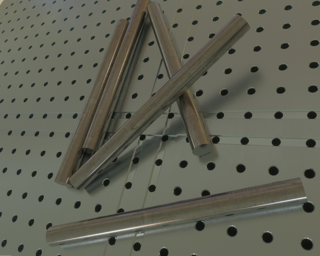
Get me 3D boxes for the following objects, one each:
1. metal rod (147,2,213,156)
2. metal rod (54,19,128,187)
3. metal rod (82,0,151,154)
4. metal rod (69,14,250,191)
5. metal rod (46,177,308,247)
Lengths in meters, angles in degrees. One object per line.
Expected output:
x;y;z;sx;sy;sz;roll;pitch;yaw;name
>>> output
0.020;-0.092;0.452;0.025;0.025;0.299;-24;53;13;metal rod
-0.099;-0.054;0.491;0.025;0.025;0.300;1;62;28;metal rod
-0.063;-0.098;0.499;0.025;0.025;0.300;1;62;28;metal rod
-0.006;-0.027;0.399;0.300;0.025;0.025;-44;51;8;metal rod
0.001;0.099;0.345;0.301;0.025;0.025;-16;56;18;metal rod
